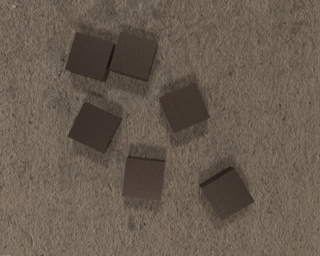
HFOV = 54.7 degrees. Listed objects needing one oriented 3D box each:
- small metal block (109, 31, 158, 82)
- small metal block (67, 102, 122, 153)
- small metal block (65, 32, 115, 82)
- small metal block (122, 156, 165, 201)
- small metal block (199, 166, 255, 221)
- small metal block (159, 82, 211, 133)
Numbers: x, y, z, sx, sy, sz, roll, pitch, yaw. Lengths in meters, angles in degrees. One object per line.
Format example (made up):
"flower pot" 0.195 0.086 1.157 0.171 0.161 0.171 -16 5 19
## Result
"small metal block" -0.034 -0.093 0.410 0.050 0.025 0.050 16 90 -1
"small metal block" -0.085 -0.001 0.409 0.050 0.025 0.050 26 90 -1
"small metal block" -0.090 -0.093 0.409 0.050 0.025 0.050 16 90 -1
"small metal block" -0.021 0.066 0.410 0.050 0.025 0.050 7 90 -1
"small metal block" 0.088 0.086 0.411 0.050 0.025 0.050 -31 90 -1
"small metal block" 0.032 -0.026 0.410 0.050 0.025 0.050 -23 90 -1
